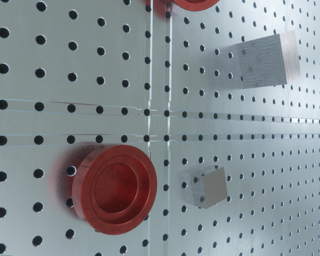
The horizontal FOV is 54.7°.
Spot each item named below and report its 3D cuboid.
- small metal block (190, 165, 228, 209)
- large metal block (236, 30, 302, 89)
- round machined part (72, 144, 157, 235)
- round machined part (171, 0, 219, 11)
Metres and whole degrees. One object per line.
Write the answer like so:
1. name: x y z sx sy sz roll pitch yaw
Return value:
1. small metal block: 0.075 0.088 0.472 0.050 0.025 0.050 -15 100 -39
2. large metal block: 0.185 -0.115 0.528 0.050 0.080 0.080 -23 105 -38
3. round machined part: -0.054 0.067 0.353 0.099 0.042 0.097 0 90 -40
4. round machined part: 0.046 -0.212 0.415 0.099 0.042 0.097 -11 127 -15
